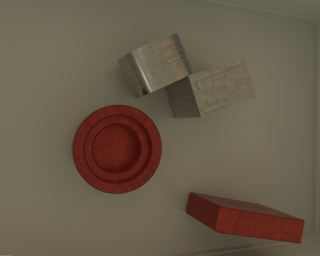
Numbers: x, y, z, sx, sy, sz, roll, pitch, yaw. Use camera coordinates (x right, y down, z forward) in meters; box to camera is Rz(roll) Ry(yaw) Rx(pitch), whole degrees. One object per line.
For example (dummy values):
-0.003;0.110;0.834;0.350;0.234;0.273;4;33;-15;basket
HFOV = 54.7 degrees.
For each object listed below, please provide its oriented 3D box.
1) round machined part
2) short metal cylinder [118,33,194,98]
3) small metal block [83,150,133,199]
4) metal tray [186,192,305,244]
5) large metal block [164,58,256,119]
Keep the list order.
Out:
-0.051;0.023;0.357;0.099;0.042;0.097;0;90;-21;round machined part
-0.005;-0.075;0.380;0.081;0.080;0.050;-27;99;-18;short metal cylinder
-0.065;0.051;0.387;0.050;0.025;0.050;-45;104;-15;small metal block
0.113;0.120;0.419;0.131;0.090;0.030;14;85;-20;metal tray
0.062;-0.049;0.405;0.081;0.080;0.050;-20;97;-19;large metal block
